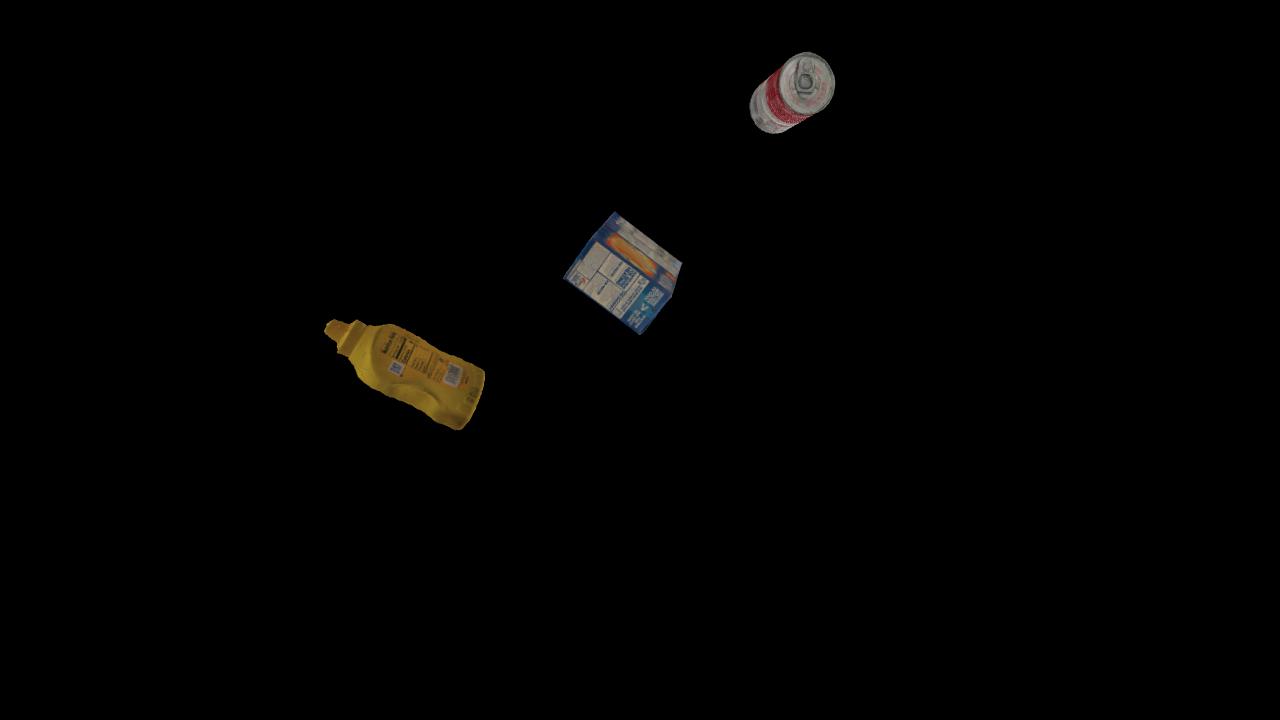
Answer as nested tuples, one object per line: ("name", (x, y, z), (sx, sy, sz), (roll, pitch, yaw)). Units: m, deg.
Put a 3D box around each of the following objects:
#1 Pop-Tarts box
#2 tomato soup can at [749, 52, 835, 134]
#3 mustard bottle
("Pop-Tarts box", (-0.020, -0.137, 0.940), (0.141, 0.083, 0.167), (36, 26, -8))
("tomato soup can", (0.179, -0.315, 0.737), (0.068, 0.068, 0.101), (0, 7, -10))
("mustard bottle", (-0.274, 0.005, 0.715), (0.184, 0.092, 0.054), (32, -48, -25))
